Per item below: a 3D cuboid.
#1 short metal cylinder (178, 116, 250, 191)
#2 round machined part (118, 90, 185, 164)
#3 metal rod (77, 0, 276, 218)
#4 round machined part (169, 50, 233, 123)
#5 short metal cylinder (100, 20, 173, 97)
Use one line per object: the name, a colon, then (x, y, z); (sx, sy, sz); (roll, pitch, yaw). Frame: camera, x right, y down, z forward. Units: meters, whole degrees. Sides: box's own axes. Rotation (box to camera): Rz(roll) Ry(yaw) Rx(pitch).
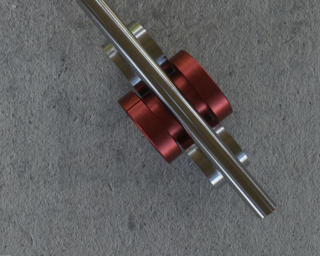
short metal cylinder: (0.065, 0.030, 0.384); (0.050, 0.080, 0.080); (-39, 91, 0)
round machined part: (-0.004, -0.007, 0.373); (0.042, 0.098, 0.098); (-39, 91, -4)
metal rod: (0.018, -0.026, 0.332); (0.025, 0.025, 0.300); (-40, 91, 0)
round machined part: (0.040, -0.043, 0.375); (0.042, 0.098, 0.098); (-39, 90, 5)
short metal cylinder: (-0.028, -0.084, 0.383); (0.050, 0.080, 0.080); (-39, 91, 0)
